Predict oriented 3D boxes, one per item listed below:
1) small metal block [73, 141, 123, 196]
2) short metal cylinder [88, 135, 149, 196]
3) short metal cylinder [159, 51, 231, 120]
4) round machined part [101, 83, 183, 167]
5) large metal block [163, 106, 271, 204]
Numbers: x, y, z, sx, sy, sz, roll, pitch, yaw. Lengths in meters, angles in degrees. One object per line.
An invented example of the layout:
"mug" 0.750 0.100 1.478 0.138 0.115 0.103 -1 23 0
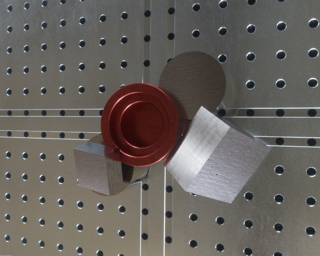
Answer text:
"small metal block" -0.074 0.048 0.372 0.050 0.025 0.050 9 113 31
"short metal cylinder" -0.061 0.047 0.420 0.080 0.050 0.079 0 90 20
"short metal cylinder" 0.045 -0.050 0.383 0.080 0.050 0.079 0 90 20
"round machined part" -0.019 -0.004 0.379 0.098 0.042 0.097 0 90 20
"large metal block" 0.065 0.033 0.353 0.080 0.080 0.050 -57 39 11
